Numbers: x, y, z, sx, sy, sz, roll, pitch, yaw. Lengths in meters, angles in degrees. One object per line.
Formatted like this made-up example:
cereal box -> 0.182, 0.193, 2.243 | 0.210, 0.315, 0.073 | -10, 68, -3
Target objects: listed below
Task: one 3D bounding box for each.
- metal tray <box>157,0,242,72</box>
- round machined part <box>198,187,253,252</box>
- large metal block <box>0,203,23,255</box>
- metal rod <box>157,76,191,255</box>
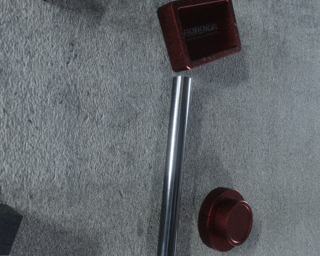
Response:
metal tray -> 0.063, -0.141, 0.453 | 0.131, 0.030, 0.089 | -26, 107, -37
round machined part -> 0.108, 0.144, 0.484 | 0.099, 0.042, 0.097 | 0, 90, -40
large metal block -> -0.171, 0.098, 0.246 | 0.080, 0.050, 0.080 | 26, 74, -37
metal rod -> 0.017, 0.079, 0.418 | 0.025, 0.025, 0.298 | 9, 84, -40
